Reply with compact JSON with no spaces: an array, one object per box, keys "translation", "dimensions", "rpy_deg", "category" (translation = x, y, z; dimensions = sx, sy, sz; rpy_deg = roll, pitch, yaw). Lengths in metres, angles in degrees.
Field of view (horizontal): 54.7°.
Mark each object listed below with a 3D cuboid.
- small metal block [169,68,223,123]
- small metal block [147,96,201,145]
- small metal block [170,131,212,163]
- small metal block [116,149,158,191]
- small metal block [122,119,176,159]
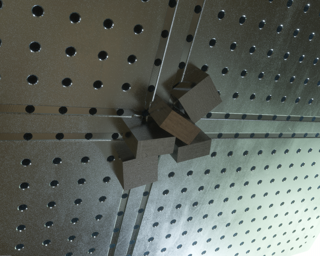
[{"translation":[0.049,-0.042,0.414],"dimensions":[0.050,0.025,0.050],"rpy_deg":[-39,130,-3],"category":"small metal block"},{"translation":[0.018,-0.010,0.396],"dimensions":[0.050,0.050,0.025],"rpy_deg":[32,100,-30],"category":"small metal block"},{"translation":[0.035,0.019,0.428],"dimensions":[0.050,0.050,0.025],"rpy_deg":[-11,124,-23],"category":"small metal block"},{"translation":[-0.031,0.054,0.429],"dimensions":[0.050,0.025,0.050],"rpy_deg":[-13,124,-22],"category":"small metal block"},{"translation":[-0.015,0.012,0.396],"dimensions":[0.050,0.050,0.025],"rpy_deg":[-6,122,-26],"category":"small metal block"}]
